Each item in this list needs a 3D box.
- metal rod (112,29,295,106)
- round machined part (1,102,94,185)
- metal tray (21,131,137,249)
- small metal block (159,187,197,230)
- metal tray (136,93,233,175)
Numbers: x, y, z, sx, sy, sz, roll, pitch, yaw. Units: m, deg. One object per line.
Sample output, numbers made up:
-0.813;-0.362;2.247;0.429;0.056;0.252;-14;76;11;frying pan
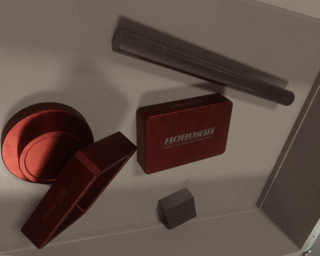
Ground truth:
0.079;-0.070;0.410;0.302;0.025;0.025;10;113;-33;metal rod
-0.122;0.024;0.346;0.099;0.042;0.097;-14;124;-21;round machined part
-0.089;0.068;0.350;0.129;0.030;0.090;-51;172;23;metal tray
0.030;0.132;0.509;0.050;0.025;0.050;-22;127;-15;small metal block
0.034;0.006;0.430;0.131;0.030;0.089;-12;124;-22;metal tray
